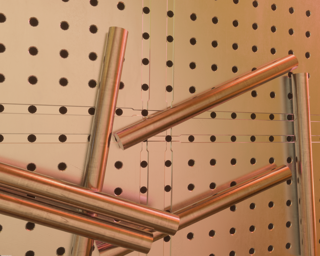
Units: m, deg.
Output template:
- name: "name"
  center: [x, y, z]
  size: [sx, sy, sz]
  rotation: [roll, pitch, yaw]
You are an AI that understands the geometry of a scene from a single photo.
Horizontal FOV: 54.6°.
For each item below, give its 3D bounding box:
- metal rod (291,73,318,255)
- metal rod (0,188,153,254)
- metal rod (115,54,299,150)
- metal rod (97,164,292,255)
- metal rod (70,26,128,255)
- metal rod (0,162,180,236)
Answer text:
- name: "metal rod"
  center: [0.232, 0.063, 0.497]
  size: [0.025, 0.025, 0.298]
  rotation: [-4, 92, -20]
- name: "metal rod"
  center: [-0.151, 0.086, 0.338]
  size: [0.302, 0.025, 0.025]
  rotation: [20, 83, -12]
- name: "metal rod"
  center: [0.078, -0.043, 0.440]
  size: [0.302, 0.025, 0.025]
  rotation: [-25, 99, -18]
- name: "metal rod"
  center: [0.061, 0.113, 0.434]
  size: [0.302, 0.025, 0.025]
  rotation: [-18, 96, -19]
- name: "metal rod"
  center: [-0.075, 0.024, 0.384]
  size: [0.025, 0.025, 0.299]
  rotation: [10, 87, -20]
- name: "metal rod"
  center: [-0.121, 0.069, 0.347]
  size: [0.302, 0.025, 0.025]
  rotation: [20, 84, -11]
